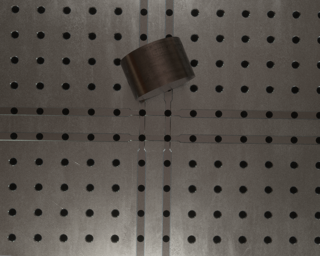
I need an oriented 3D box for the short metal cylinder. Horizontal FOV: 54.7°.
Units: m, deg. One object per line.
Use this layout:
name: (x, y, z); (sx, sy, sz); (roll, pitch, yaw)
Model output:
short metal cylinder: (-0.003, -0.072, 0.386); (0.080, 0.080, 0.050); (-22, 90, 0)
